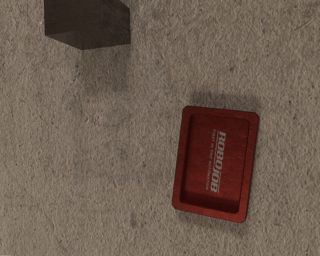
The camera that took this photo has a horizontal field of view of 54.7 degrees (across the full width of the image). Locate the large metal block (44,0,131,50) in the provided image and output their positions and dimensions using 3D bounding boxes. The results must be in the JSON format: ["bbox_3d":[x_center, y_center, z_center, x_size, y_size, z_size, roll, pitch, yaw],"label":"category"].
[{"bbox_3d":[-0.093,-0.142,0.411,0.080,0.080,0.050,-2,90,19],"label":"large metal block"}]

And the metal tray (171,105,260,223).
[{"bbox_3d":[0.068,0.041,0.381,0.090,0.030,0.129,7,92,19],"label":"metal tray"}]
